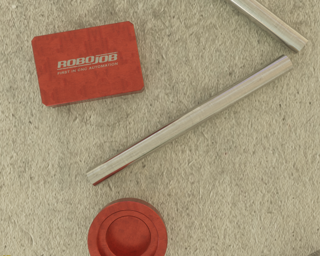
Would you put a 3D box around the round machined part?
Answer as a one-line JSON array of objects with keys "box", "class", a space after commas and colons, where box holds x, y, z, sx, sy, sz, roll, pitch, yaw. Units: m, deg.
[{"box": [-0.040, 0.139, 0.401, 0.099, 0.042, 0.097, 0, 90, -1], "class": "round machined part"}]

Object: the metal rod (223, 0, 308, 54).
[{"box": [0.068, -0.199, 0.410, 0.301, 0.025, 0.025, 37, 90, -1], "class": "metal rod"}]

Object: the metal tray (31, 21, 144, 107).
[{"box": [-0.092, -0.082, 0.406, 0.131, 0.030, 0.089, -10, 90, -1], "class": "metal tray"}]

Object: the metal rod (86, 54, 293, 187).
[{"box": [0.039, -0.010, 0.410, 0.301, 0.025, 0.025, -31, 90, -1], "class": "metal rod"}]

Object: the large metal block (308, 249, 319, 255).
[{"box": [0.216, 0.214, 0.401, 0.080, 0.050, 0.080, -28, 90, 0], "class": "large metal block"}]
